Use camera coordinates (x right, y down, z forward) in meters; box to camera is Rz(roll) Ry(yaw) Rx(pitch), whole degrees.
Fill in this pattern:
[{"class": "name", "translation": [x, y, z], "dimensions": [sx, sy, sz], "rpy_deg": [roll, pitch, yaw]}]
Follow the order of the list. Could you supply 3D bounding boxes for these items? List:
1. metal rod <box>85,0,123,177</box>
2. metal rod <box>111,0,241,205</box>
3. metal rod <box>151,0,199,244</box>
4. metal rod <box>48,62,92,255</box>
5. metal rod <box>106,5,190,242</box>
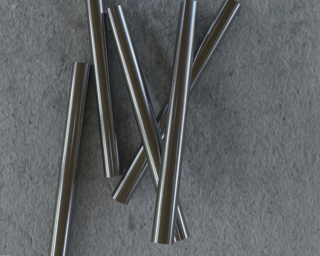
[{"class": "metal rod", "translation": [-0.077, -0.086, 0.408], "dimensions": [0.025, 0.025, 0.298], "rpy_deg": [-6, 90, -1]}, {"class": "metal rod", "translation": [0.021, -0.035, 0.410], "dimensions": [0.025, 0.025, 0.299], "rpy_deg": [30, 90, -1]}, {"class": "metal rod", "translation": [0.021, -0.019, 0.373], "dimensions": [0.025, 0.025, 0.299], "rpy_deg": [7, 75, -1]}, {"class": "metal rod", "translation": [-0.121, 0.064, 0.408], "dimensions": [0.025, 0.025, 0.298], "rpy_deg": [7, 90, -1]}, {"class": "metal rod", "translation": [-0.018, -0.011, 0.387], "dimensions": [0.025, 0.025, 0.299], "rpy_deg": [-16, 83, 0]}]
